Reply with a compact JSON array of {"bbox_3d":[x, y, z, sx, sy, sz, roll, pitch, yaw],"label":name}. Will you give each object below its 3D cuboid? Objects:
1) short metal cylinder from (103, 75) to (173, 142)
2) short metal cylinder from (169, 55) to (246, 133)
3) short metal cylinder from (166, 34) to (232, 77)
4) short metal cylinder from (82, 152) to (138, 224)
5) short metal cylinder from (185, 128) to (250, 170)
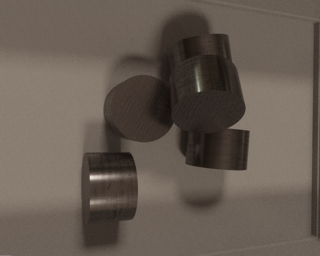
[{"bbox_3d":[-0.026,-0.023,0.388,0.081,0.050,0.079,0,90,-20],"label":"short metal cylinder"},{"bbox_3d":[0.052,-0.036,0.352,0.081,0.080,0.050,12,54,-20],"label":"short metal cylinder"},{"bbox_3d":[0.052,-0.086,0.402,0.081,0.080,0.050,-10,94,-20],"label":"short metal cylinder"},{"bbox_3d":[-0.061,0.068,0.360,0.050,0.080,0.079,1,90,-20],"label":"short metal cylinder"},{"bbox_3d":[0.076,0.026,0.411,0.081,0.080,0.050,5,89,-20],"label":"short metal cylinder"}]
